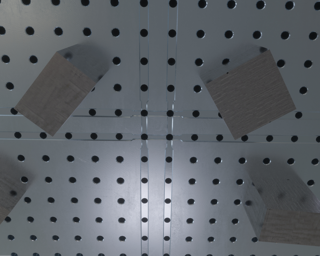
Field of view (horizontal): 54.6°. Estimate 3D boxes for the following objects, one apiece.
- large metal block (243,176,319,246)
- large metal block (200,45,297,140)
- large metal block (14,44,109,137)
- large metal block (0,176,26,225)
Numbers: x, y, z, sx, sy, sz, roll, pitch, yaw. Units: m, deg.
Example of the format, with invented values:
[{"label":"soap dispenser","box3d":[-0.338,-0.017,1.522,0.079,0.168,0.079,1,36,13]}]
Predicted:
[{"label":"large metal block","box3d":[0.168,0.112,0.426,0.080,0.080,0.050,6,110,-2]},{"label":"large metal block","box3d":[0.106,-0.045,0.384,0.080,0.050,0.080,-29,108,10]},{"label":"large metal block","box3d":[-0.112,-0.048,0.366,0.050,0.080,0.080,39,105,-13]},{"label":"large metal block","box3d":[-0.256,0.108,0.438,0.080,0.050,0.080,38,106,-13]}]
